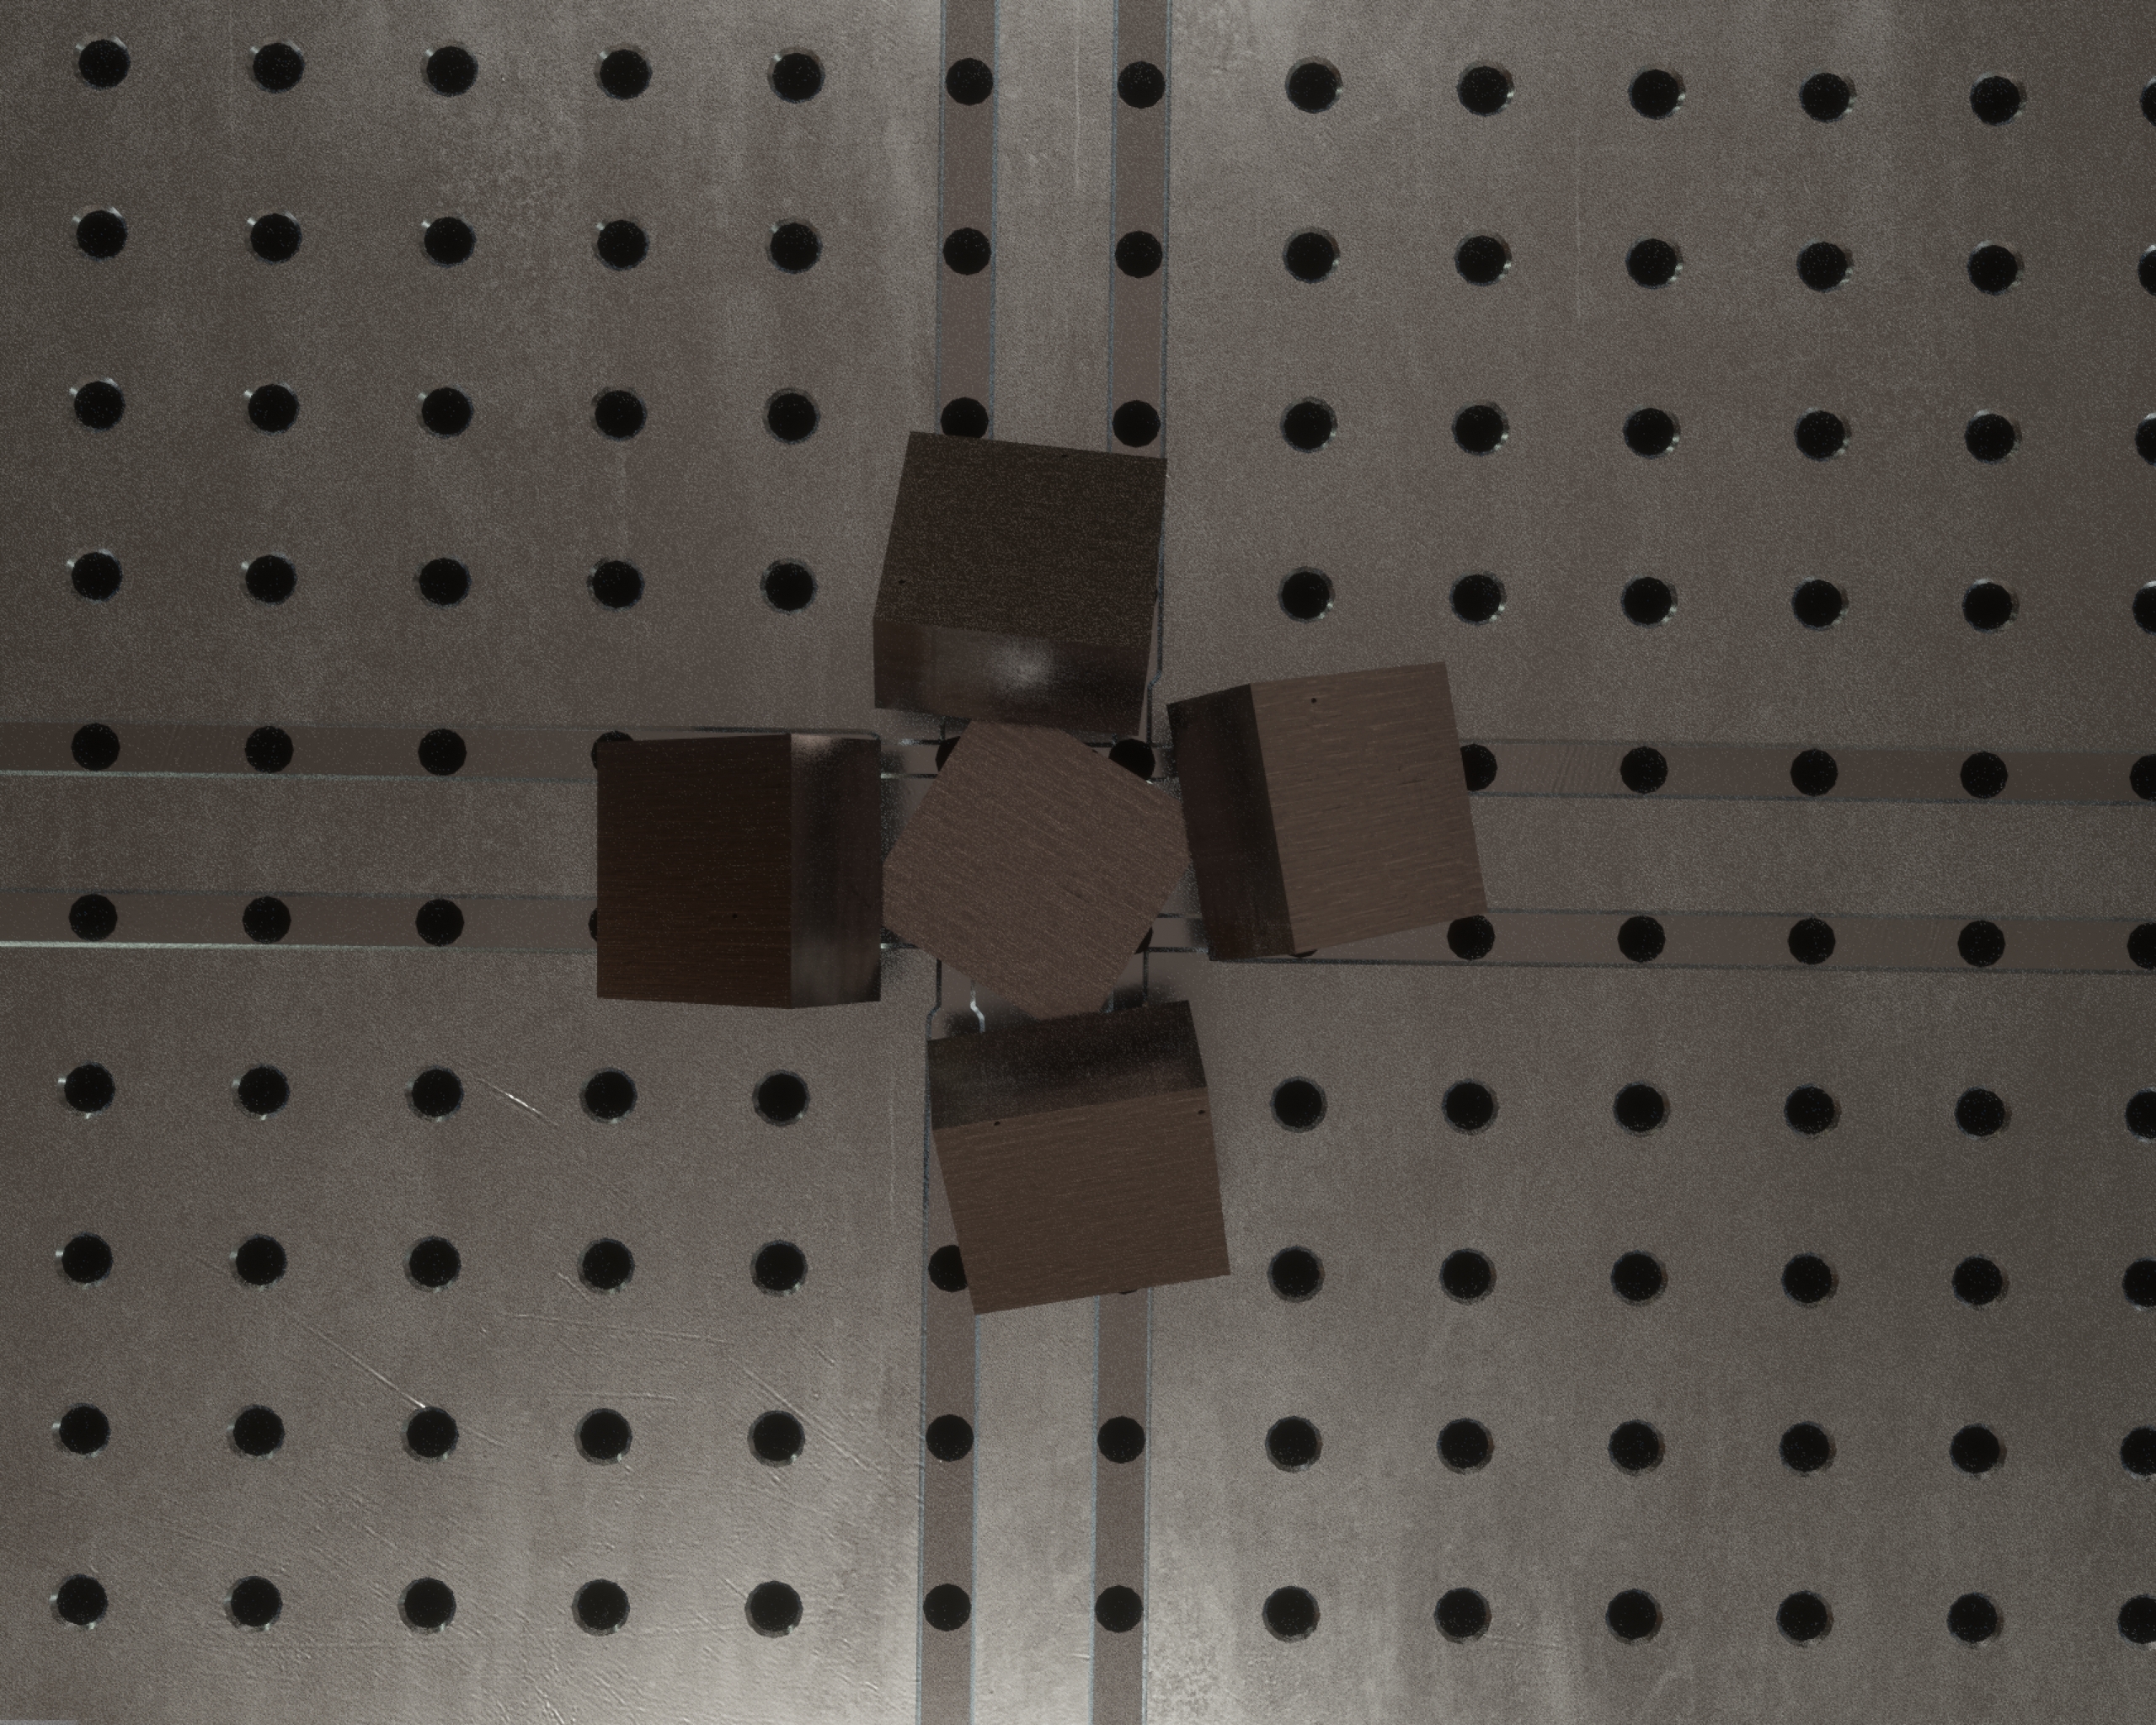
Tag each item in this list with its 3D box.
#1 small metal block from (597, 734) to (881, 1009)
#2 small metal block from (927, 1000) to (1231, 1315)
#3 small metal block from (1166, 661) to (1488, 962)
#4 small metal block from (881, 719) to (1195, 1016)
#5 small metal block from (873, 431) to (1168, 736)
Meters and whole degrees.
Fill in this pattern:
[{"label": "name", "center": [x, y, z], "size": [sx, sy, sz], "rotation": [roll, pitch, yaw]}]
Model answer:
[{"label": "small metal block", "center": [-0.065, 0.002, 0.401], "size": [0.050, 0.025, 0.050], "rotation": [0, 90, 34]}, {"label": "small metal block", "center": [0.001, 0.057, 0.401], "size": [0.050, 0.025, 0.050], "rotation": [-9, 126, 0]}, {"label": "small metal block", "center": [0.048, -0.010, 0.402], "size": [0.050, 0.025, 0.050], "rotation": [-10, 90, -35]}, {"label": "small metal block", "center": [-0.008, 0.001, 0.413], "size": [0.050, 0.025, 0.050], "rotation": [31, 90, -1]}, {"label": "small metal block", "center": [-0.011, -0.054, 0.401], "size": [0.050, 0.025, 0.050], "rotation": [6, 54, 0]}]
